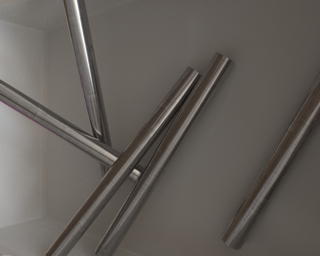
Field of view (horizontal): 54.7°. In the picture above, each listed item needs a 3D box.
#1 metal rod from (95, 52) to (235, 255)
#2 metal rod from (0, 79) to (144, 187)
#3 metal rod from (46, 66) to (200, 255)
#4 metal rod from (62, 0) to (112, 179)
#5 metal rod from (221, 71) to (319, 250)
[{"bbox_3d":[-0.002,0.045,0.382,0.025,0.025,0.299,40,106,32],"label":"metal rod"},{"bbox_3d":[-0.136,-0.003,0.413,0.301,0.025,0.025,32,114,-2],"label":"metal rod"},{"bbox_3d":[-0.047,0.051,0.389,0.025,0.025,0.299,42,98,32],"label":"metal rod"},{"bbox_3d":[-0.089,-0.048,0.405,0.025,0.025,0.298,18,125,38],"label":"metal rod"},{"bbox_3d":[0.137,-0.004,0.293,0.025,0.025,0.298,37,113,33],"label":"metal rod"}]
